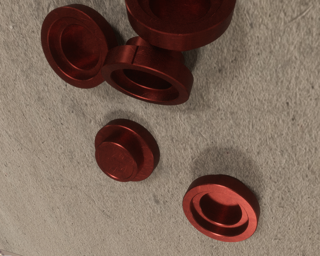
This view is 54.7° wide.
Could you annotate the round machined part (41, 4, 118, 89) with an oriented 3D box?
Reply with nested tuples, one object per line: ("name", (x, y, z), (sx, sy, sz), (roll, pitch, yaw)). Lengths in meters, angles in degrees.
("round machined part", (-0.093, -0.101, 0.380), (0.098, 0.042, 0.097), (13, 124, 20))

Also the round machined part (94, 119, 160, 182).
("round machined part", (-0.054, 0.039, 0.446), (0.098, 0.042, 0.097), (13, 124, 20))

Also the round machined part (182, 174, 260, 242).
("round machined part", (0.083, 0.101, 0.414), (0.098, 0.042, 0.097), (13, 124, 20))

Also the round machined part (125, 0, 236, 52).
("round machined part", (0.019, -0.112, 0.290), (0.098, 0.098, 0.042), (25, 159, 12))

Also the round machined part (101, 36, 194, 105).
("round machined part", (-0.011, -0.064, 0.339), (0.099, 0.042, 0.098), (15, 165, 4))
